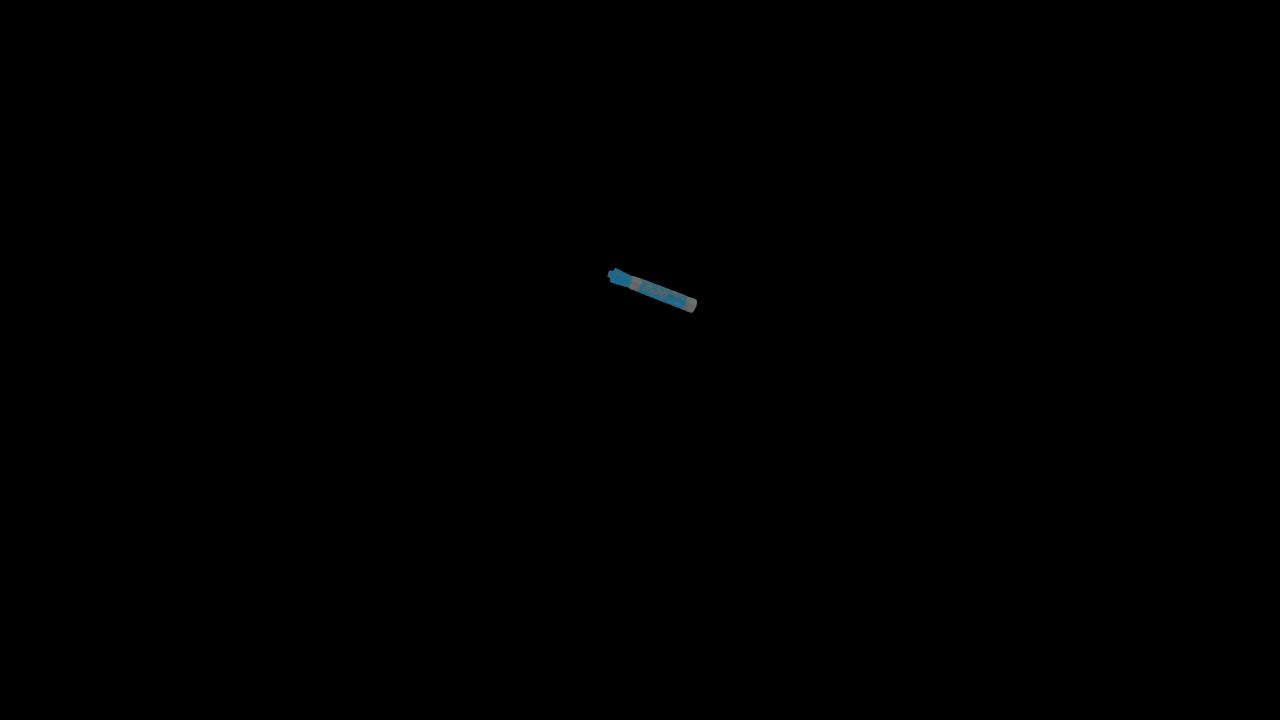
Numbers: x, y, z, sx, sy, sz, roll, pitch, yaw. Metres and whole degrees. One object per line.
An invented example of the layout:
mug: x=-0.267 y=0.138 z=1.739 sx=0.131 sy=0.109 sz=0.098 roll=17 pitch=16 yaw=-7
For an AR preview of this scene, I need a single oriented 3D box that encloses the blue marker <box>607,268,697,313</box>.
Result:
blue marker: x=0.015 y=-0.088 z=0.777 sx=0.121 sy=0.020 sz=0.020 roll=19 pitch=-6 yaw=-19
